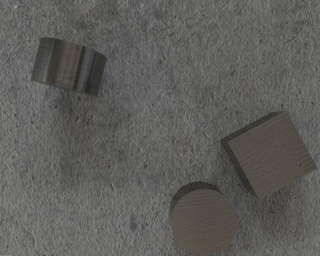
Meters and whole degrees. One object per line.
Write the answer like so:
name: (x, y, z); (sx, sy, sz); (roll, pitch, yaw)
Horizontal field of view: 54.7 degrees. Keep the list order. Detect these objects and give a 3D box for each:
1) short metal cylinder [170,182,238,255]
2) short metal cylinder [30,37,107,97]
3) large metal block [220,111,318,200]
short metal cylinder: (0.053, 0.113, 0.398); (0.081, 0.050, 0.079); (0, 90, 0)
short metal cylinder: (-0.111, -0.073, 0.381); (0.080, 0.080, 0.050); (14, 90, 0)
large metal block: (0.136, 0.033, 0.399); (0.080, 0.050, 0.080); (-29, 90, 0)
